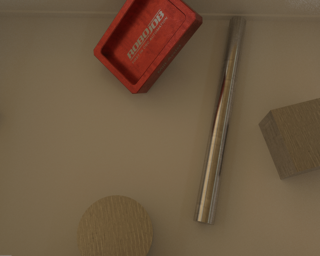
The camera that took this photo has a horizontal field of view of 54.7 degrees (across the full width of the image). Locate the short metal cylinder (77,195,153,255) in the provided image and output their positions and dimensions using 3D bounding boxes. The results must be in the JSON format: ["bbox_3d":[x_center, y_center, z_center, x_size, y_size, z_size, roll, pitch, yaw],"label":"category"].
[{"bbox_3d":[-0.048,0.120,0.352,0.081,0.050,0.080,0,70,0],"label":"short metal cylinder"}]

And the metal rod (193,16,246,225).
[{"bbox_3d":[0.085,-0.024,0.419,0.025,0.025,0.299,12,70,4],"label":"metal rod"}]

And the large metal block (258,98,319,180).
[{"bbox_3d":[0.185,0.013,0.394,0.081,0.050,0.080,-14,71,-6],"label":"large metal block"}]

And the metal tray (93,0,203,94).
[{"bbox_3d":[-0.019,-0.121,0.411,0.090,0.030,0.129,46,112,12],"label":"metal tray"}]
